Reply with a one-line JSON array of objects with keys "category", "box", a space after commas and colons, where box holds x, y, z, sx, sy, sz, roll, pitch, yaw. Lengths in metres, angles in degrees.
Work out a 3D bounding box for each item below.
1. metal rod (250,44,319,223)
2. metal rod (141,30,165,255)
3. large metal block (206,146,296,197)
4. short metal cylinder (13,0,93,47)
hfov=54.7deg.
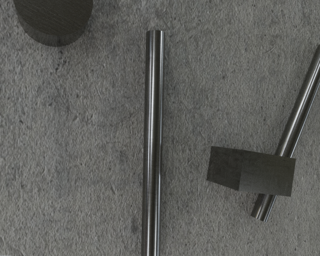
[{"category": "metal rod", "box": [0.210, 0.003, 0.486, 0.025, 0.025, 0.299, 28, 81, -18]}, {"category": "metal rod", "box": [-0.009, 0.024, 0.405, 0.025, 0.025, 0.298, 1, 90, -20]}, {"category": "large metal block", "box": [0.122, 0.058, 0.425, 0.081, 0.080, 0.050, 10, 87, -20]}, {"category": "short metal cylinder", "box": [-0.120, -0.138, 0.351, 0.081, 0.050, 0.079, 0, 90, -20]}]
